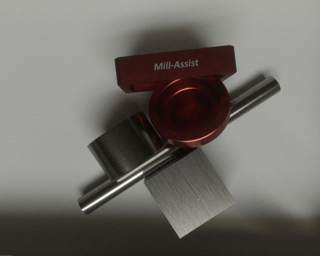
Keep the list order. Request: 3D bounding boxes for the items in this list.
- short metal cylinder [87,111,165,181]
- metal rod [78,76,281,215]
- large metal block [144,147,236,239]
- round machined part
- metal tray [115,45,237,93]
[{"bbox_3d":[-0.041,0.022,0.382,0.080,0.080,0.050,-33,90,0],"label":"short metal cylinder"},{"bbox_3d":[0.026,0.022,0.410,0.301,0.025,0.025,-33,90,-1],"label":"metal rod"},{"bbox_3d":[0.036,0.078,0.397,0.080,0.050,0.080,-33,90,0],"label":"large metal block"},{"bbox_3d":[0.039,-0.020,0.388,0.098,0.042,0.098,-6,64,13],"label":"round machined part"},{"bbox_3d":[0.017,-0.068,0.377,0.131,0.090,0.030,-6,90,-1],"label":"metal tray"}]
